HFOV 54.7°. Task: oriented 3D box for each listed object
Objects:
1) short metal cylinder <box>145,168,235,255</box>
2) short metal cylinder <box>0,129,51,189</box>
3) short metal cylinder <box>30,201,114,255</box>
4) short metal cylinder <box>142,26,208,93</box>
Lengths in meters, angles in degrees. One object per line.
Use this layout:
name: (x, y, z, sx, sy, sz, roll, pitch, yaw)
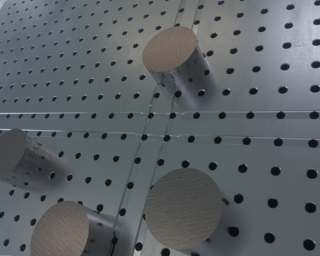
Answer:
short metal cylinder: (0.032, 0.088, 0.322, 0.080, 0.050, 0.080, -13, 56, 21)
short metal cylinder: (-0.219, 0.048, 0.478, 0.080, 0.050, 0.080, -13, 56, 21)
short metal cylinder: (-0.103, 0.132, 0.365, 0.080, 0.050, 0.080, -13, 56, 21)
short metal cylinder: (0.022, -0.097, 0.440, 0.080, 0.050, 0.080, -13, 56, 21)
